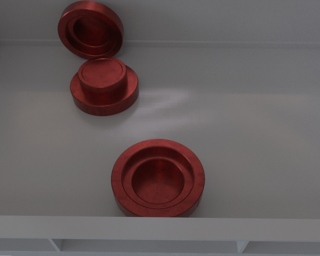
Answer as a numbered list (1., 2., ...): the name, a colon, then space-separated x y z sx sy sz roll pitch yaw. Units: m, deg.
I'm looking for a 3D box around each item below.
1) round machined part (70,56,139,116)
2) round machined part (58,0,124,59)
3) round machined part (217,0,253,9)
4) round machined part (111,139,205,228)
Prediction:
1. round machined part: -0.081 -0.067 0.450 0.099 0.042 0.098 0 50 0
2. round machined part: -0.106 -0.157 0.487 0.099 0.098 0.042 1 55 1
3. round machined part: 0.152 -0.280 0.633 0.099 0.042 0.098 0 50 0
4. round machined part: -0.002 0.063 0.341 0.099 0.042 0.098 0 50 0
